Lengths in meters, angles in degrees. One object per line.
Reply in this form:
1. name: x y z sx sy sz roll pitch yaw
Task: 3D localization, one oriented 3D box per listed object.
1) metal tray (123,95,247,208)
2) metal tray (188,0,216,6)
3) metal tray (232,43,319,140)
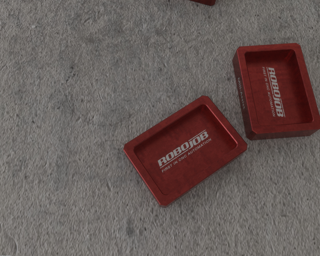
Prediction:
1. metal tray: 0.032 0.028 0.395 0.131 0.030 0.090 -32 73 -11
2. metal tray: 0.038 -0.256 0.498 0.131 0.030 0.090 18 71 6
3. metal tray: 0.156 -0.052 0.425 0.091 0.030 0.130 -4 70 -2
